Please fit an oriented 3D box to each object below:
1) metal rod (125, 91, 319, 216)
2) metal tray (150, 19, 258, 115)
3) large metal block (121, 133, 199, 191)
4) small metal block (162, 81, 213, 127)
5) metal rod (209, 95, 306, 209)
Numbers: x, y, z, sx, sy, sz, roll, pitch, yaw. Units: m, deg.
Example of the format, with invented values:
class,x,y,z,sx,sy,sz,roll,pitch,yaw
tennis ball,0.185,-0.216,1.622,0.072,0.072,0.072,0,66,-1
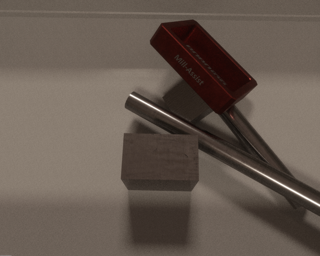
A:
class,x,y,z,sx,sy,sz,roll,pitch,yaw
metal rod,0.090,0.035,0.372,0.301,0.025,0.025,29,73,11
metal tray,0.059,-0.085,0.405,0.130,0.030,0.091,48,39,9
large metal block,0.000,0.043,0.365,0.081,0.080,0.050,1,70,0
small metal block,0.040,-0.034,0.412,0.050,0.025,0.050,-36,73,16
metal rod,0.090,-0.024,0.419,0.025,0.025,0.299,-33,74,-11
